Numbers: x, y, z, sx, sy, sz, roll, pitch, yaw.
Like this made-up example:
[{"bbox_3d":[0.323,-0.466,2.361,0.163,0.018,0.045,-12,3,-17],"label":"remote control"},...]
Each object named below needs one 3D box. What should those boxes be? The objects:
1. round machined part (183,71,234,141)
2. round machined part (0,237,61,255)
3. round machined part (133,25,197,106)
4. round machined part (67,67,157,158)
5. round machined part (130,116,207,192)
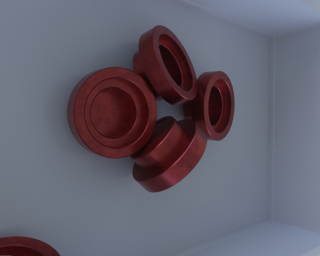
[{"bbox_3d":[0.068,-0.032,0.445,0.099,0.042,0.097,-7,99,-54],"label":"round machined part"},{"bbox_3d":[-0.130,0.142,0.258,0.099,0.098,0.042,-11,123,-40],"label":"round machined part"},{"bbox_3d":[0.004,-0.073,0.384,0.098,0.042,0.098,39,40,-42],"label":"round machined part"},{"bbox_3d":[-0.055,-0.017,0.346,0.099,0.042,0.097,-2,94,-35],"label":"round machined part"},{"bbox_3d":[0.003,0.024,0.365,0.042,0.098,0.098,47,62,-20],"label":"round machined part"}]
